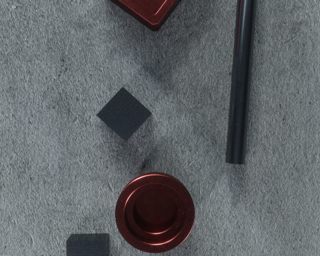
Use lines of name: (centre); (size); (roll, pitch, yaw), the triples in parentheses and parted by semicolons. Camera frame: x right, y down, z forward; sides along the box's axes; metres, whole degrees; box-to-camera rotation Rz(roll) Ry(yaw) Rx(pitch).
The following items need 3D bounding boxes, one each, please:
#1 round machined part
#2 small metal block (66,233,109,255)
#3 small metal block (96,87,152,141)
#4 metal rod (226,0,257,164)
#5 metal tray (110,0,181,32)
round machined part: (-0.006, 0.106, 0.402); (0.099, 0.042, 0.097); (0, 90, -1)
small metal block: (-0.094, 0.169, 0.409); (0.050, 0.025, 0.050); (-1, 90, -1)
small metal block: (-0.046, -0.018, 0.409); (0.050, 0.025, 0.050); (42, 90, -1)
metal rod: (0.111, -0.102, 0.411); (0.025, 0.025, 0.298); (4, 90, -1)
metal tray: (-0.003, -0.207, 0.407); (0.090, 0.030, 0.130); (36, 90, -1)
